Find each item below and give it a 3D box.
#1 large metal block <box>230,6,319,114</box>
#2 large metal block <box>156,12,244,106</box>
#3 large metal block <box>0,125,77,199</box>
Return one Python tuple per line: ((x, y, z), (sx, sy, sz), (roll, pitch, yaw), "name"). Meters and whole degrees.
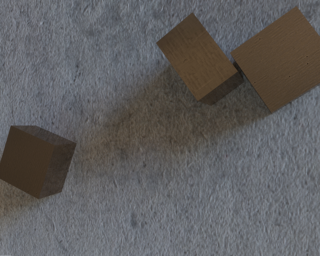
((0.138, -0.071, 0.347), (0.080, 0.050, 0.080), (-34, 79, 16), "large metal block")
((0.050, -0.075, 0.362), (0.050, 0.080, 0.080), (-37, 79, 16), "large metal block")
((-0.182, 0.047, 0.458), (0.080, 0.050, 0.080), (21, 97, 18), "large metal block")
